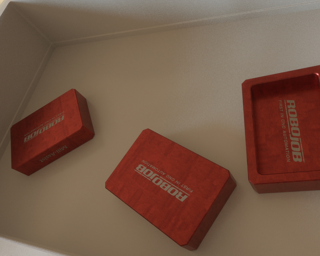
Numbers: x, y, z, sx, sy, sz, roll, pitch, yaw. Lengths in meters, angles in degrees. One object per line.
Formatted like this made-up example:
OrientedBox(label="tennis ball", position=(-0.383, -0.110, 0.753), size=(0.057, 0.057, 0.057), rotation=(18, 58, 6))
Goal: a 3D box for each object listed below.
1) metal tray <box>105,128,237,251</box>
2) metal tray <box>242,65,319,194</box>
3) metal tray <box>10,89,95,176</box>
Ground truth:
OrientedBox(label="metal tray", position=(0.008, 0.065, 0.357), size=(0.130, 0.030, 0.090), rotation=(27, 76, 36))
OrientedBox(label="metal tray", position=(0.139, 0.000, 0.329), size=(0.090, 0.030, 0.130), rotation=(-9, 58, 23))
OrientedBox(label="metal tray", position=(-0.172, 0.006, 0.487), size=(0.130, 0.030, 0.090), rotation=(-30, 52, 8))
